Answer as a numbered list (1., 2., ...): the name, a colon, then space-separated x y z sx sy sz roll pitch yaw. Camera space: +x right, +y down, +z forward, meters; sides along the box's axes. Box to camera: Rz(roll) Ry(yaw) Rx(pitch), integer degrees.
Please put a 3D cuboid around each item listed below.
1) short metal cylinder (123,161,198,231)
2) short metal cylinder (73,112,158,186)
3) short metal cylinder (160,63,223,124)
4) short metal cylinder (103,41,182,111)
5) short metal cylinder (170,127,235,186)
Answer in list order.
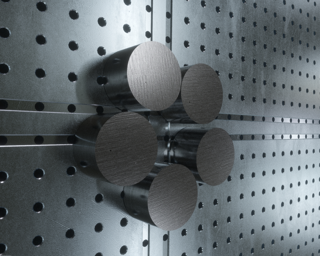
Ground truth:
1. short metal cylinder: 0.002 0.083 0.392 0.081 0.050 0.080 0 90 -39
2. short metal cylinder: -0.049 0.022 0.351 0.081 0.050 0.079 -1 91 -40
3. short metal cylinder: 0.041 -0.045 0.425 0.081 0.050 0.079 0 91 -40
4. short metal cylinder: -0.020 -0.060 0.375 0.081 0.050 0.079 0 91 -40
5. short metal cylinder: 0.061 0.039 0.443 0.081 0.050 0.079 -2 93 -40
